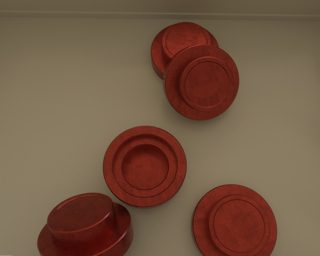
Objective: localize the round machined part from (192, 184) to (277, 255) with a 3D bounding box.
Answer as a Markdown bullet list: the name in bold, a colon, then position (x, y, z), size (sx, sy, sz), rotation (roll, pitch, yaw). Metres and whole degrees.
- **round machined part**: position (0.087, 0.114, 0.359), size (0.099, 0.042, 0.098), rotation (0, 70, 0)

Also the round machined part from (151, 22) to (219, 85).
- **round machined part**: position (0.036, -0.111, 0.441), size (0.099, 0.042, 0.098), rotation (0, 70, 0)

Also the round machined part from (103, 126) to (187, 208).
- **round machined part**: position (-0.018, 0.050, 0.382), size (0.099, 0.042, 0.098), rotation (0, 70, 0)

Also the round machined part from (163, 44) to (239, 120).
- **round machined part**: position (0.055, -0.057, 0.397), size (0.099, 0.042, 0.097), rotation (-2, 103, -8)

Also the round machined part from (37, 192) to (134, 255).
- **round machined part**: position (-0.080, 0.105, 0.331), size (0.099, 0.098, 0.042), rotation (-9, 110, -4)
